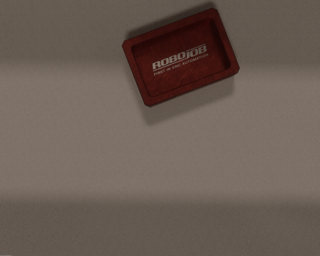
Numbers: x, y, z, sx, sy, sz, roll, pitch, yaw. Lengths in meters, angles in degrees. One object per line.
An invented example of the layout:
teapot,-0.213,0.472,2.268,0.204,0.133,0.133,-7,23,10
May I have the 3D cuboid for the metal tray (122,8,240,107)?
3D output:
metal tray,0.027,-0.091,0.409,0.131,0.030,0.090,-21,90,-1
